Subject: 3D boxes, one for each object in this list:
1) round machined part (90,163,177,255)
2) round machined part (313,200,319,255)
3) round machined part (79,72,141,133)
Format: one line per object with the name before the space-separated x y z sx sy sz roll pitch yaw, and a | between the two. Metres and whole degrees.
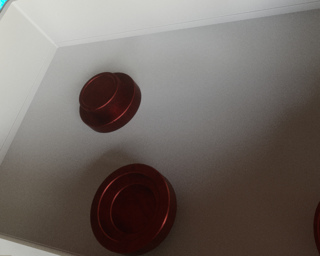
round machined part | -0.026 0.093 0.351 0.098 0.042 0.098 -13 56 21
round machined part | 0.153 0.079 0.227 0.042 0.097 0.098 7 58 -10
round machined part | -0.081 -0.045 0.465 0.098 0.042 0.098 -13 56 21
